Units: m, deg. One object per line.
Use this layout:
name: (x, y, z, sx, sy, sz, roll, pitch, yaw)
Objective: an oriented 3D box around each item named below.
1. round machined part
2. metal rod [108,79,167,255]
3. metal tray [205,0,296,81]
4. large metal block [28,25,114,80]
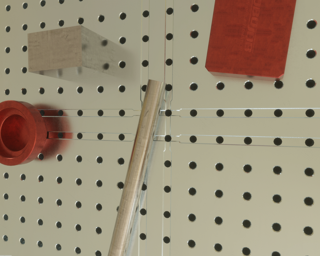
round machined part: (-0.216, 0.007, 0.478, 0.098, 0.042, 0.097, 0, 90, 19)
metal rod: (-0.038, 0.083, 0.424, 0.025, 0.025, 0.298, 15, 95, 19)
metal tray: (0.110, -0.126, 0.371, 0.090, 0.030, 0.129, 9, 93, 19)
large metal block: (-0.119, -0.098, 0.424, 0.080, 0.080, 0.050, -2, 90, 19)
